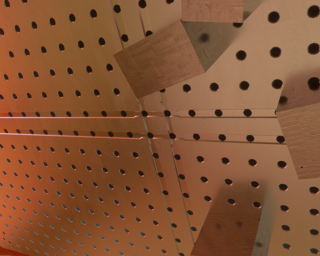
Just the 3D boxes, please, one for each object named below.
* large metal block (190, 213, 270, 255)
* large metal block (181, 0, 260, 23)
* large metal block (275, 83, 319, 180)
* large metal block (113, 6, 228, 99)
[{"bbox_3d":[0.099,0.164,0.425,0.080,0.080,0.050,-9,114,32],"label":"large metal block"},{"bbox_3d":[0.055,-0.139,0.261,0.050,0.080,0.080,10,123,23],"label":"large metal block"},{"bbox_3d":[0.170,0.000,0.305,0.080,0.050,0.080,-13,112,34],"label":"large metal block"},{"bbox_3d":[0.014,-0.079,0.320,0.080,0.080,0.050,-17,110,35],"label":"large metal block"}]
